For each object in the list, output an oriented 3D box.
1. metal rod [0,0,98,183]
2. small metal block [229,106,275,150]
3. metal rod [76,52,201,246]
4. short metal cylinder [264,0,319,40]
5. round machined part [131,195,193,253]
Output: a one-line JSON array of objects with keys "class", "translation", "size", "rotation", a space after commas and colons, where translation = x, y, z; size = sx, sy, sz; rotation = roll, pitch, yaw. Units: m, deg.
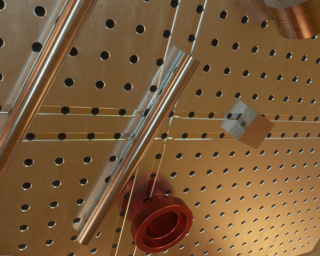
[{"class": "metal rod", "translation": [-0.133, -0.031, 0.319], "size": [0.025, 0.025, 0.299], "rotation": [23, 106, -37]}, {"class": "small metal block", "translation": [0.146, 0.001, 0.491], "size": [0.050, 0.025, 0.050], "rotation": [24, 106, -37]}, {"class": "metal rod", "translation": [-0.035, 0.037, 0.414], "size": [0.025, 0.025, 0.298], "rotation": [20, 107, -36]}, {"class": "short metal cylinder", "translation": [0.174, -0.155, 0.374], "size": [0.080, 0.080, 0.050], "rotation": [-44, 129, 2]}, {"class": "round machined part", "translation": [-0.001, 0.146, 0.490], "size": [0.099, 0.042, 0.097], "rotation": [-14, 124, -21]}]
